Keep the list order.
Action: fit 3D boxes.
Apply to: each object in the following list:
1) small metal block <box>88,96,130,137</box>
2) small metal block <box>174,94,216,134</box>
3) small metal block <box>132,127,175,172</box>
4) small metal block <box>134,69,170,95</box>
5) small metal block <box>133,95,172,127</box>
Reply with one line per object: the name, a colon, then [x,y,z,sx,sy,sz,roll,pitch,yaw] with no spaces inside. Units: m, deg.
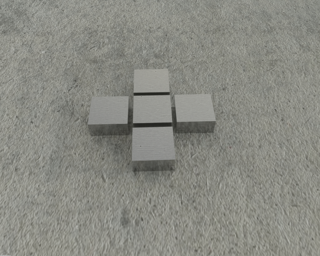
small metal block: [-0.067,-0.016,0.417,0.050,0.025,0.050,-1,50,-2]
small metal block: [0.046,-0.020,0.422,0.050,0.025,0.050,-1,50,-2]
small metal block: [-0.008,0.026,0.383,0.050,0.025,0.050,-2,50,-2]
small metal block: [-0.012,-0.061,0.456,0.050,0.025,0.050,-1,50,-2]
small metal block: [-0.010,-0.018,0.420,0.050,0.025,0.050,-1,50,-2]
